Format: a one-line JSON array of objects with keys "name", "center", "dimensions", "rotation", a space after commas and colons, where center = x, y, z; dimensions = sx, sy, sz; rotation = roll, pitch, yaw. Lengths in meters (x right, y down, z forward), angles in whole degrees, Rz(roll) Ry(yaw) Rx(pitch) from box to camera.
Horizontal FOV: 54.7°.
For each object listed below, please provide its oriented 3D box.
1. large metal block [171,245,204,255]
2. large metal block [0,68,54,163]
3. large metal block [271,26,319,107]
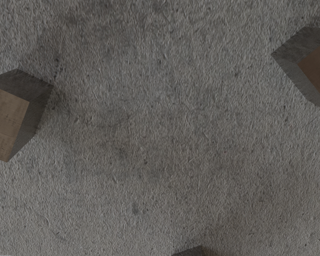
[{"name": "large metal block", "center": [0.057, 0.244, 0.471], "dimensions": [0.050, 0.080, 0.080], "rotation": [-22, 109, 8]}, {"name": "large metal block", "center": [-0.178, -0.018, 0.372], "dimensions": [0.050, 0.080, 0.080], "rotation": [25, 108, -9]}, {"name": "large metal block", "center": [0.185, -0.067, 0.357], "dimensions": [0.050, 0.080, 0.080], "rotation": [-41, 105, 14]}]
